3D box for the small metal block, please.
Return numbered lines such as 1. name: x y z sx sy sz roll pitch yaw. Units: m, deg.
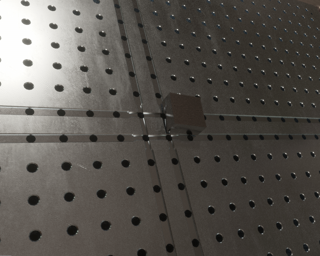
1. small metal block: 0.034 -0.019 0.440 0.050 0.025 0.050 6 59 -25
